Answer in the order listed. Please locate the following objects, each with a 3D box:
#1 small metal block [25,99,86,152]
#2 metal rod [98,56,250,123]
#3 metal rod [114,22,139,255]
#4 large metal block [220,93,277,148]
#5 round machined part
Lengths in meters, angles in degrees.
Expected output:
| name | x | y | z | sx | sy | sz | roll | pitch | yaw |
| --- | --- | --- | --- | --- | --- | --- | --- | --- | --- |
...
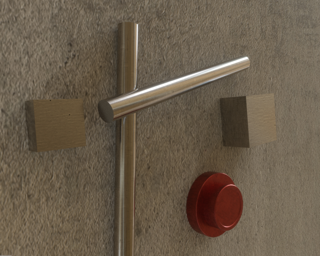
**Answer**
| name | x | y | z | sx | sy | sz | roll | pitch | yaw |
| --- | --- | --- | --- | --- | --- | --- | --- | --- | --- |
| small metal block | -0.106 | -0.004 | 0.317 | 0.050 | 0.025 | 0.050 | -6 | 94 | -40 |
| metal rod | 0.043 | -0.064 | 0.422 | 0.302 | 0.025 | 0.025 | -25 | 106 | -44 |
| metal rod | -0.041 | 0.025 | 0.372 | 0.025 | 0.025 | 0.298 | 2 | 89 | -40 |
| large metal block | 0.148 | -0.014 | 0.516 | 0.081 | 0.050 | 0.079 | -9 | 96 | -40 |
| round machined part | 0.090 | 0.117 | 0.472 | 0.099 | 0.042 | 0.097 | 0 | 90 | -40 |
